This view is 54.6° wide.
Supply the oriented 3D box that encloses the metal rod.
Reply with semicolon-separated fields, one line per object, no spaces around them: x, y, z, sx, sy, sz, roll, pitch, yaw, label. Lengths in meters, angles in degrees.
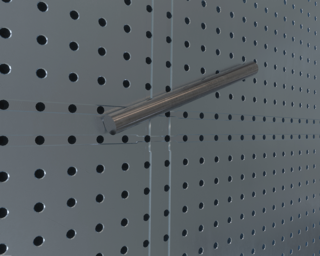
0.051;-0.054;0.450;0.302;0.025;0.025;-25;106;-37;metal rod
